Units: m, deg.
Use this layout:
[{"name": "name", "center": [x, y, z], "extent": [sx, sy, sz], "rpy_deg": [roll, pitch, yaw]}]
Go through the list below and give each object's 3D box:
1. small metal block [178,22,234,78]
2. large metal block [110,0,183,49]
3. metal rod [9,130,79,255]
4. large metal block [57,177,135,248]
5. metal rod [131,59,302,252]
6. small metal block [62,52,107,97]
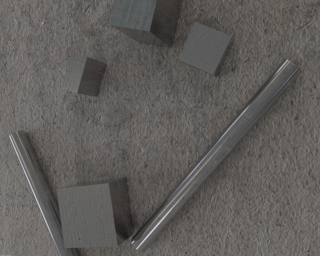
[{"name": "small metal block", "center": [0.058, -0.098, 0.389], "extent": [0.050, 0.025, 0.050], "rpy_deg": [28, 99, 17]}, {"name": "large metal block", "center": [-0.011, -0.151, 0.384], "extent": [0.050, 0.080, 0.080], "rpy_deg": [15, 95, 19]}, {"name": "metal rod", "center": [-0.158, 0.141, 0.464], "extent": [0.025, 0.025, 0.299], "rpy_deg": [-30, 80, 17]}, {"name": "large metal block", "center": [-0.088, 0.115, 0.427], "extent": [0.080, 0.050, 0.080], "rpy_deg": [-10, 87, 19]}, {"name": "metal rod", "center": [0.062, 0.043, 0.387], "extent": [0.025, 0.025, 0.299], "rpy_deg": [42, 103, 15]}, {"name": "small metal block", "center": [-0.104, -0.073, 0.433], "extent": [0.025, 0.050, 0.050], "rpy_deg": [19, 97, 19]}]
